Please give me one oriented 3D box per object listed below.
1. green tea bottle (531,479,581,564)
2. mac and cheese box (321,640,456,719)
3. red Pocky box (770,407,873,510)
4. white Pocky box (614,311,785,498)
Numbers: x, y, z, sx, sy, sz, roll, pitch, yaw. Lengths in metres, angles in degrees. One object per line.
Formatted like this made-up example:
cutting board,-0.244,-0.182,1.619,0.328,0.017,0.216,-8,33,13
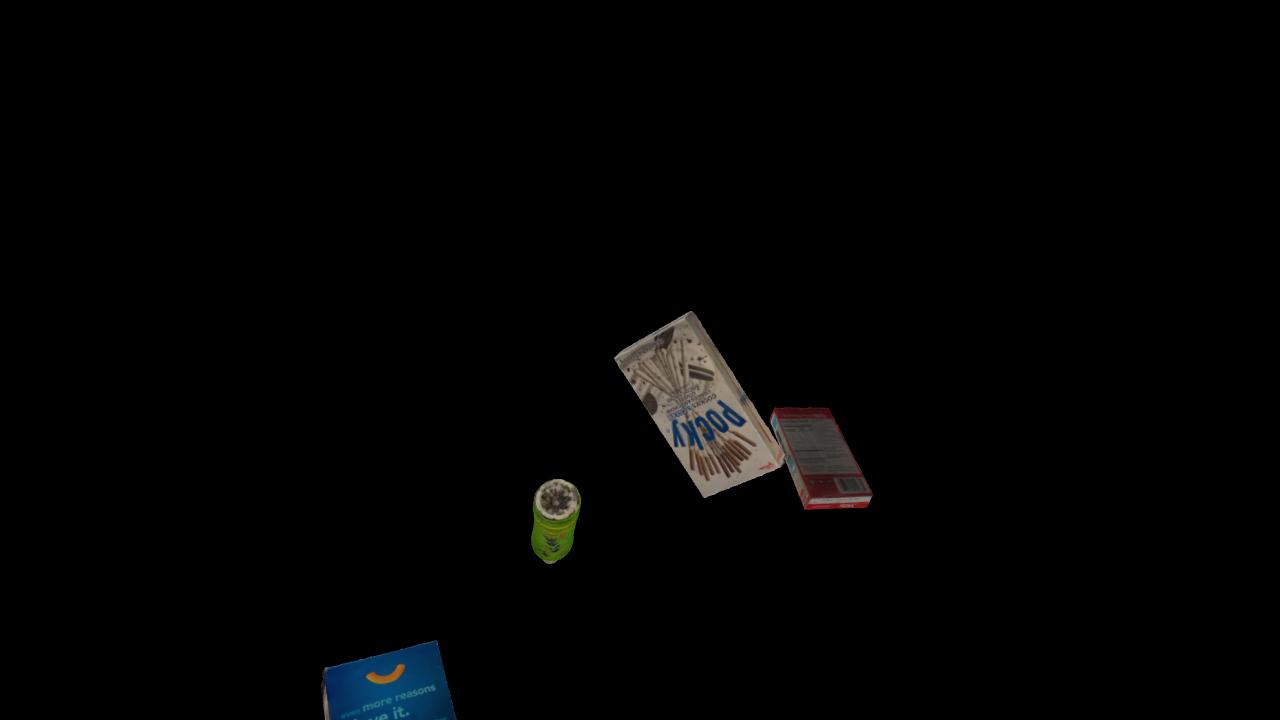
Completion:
green tea bottle,-0.134,0.264,0.960,0.073,0.073,0.212,0,-40,-10
mac and cheese box,-0.182,0.318,0.469,0.093,0.041,0.184,-1,39,-33
red Pocky box,0.227,0.122,0.786,0.083,0.028,0.155,0,39,-8
white Pocky box,0.051,0.041,0.540,0.084,0.154,0.028,-30,7,29
